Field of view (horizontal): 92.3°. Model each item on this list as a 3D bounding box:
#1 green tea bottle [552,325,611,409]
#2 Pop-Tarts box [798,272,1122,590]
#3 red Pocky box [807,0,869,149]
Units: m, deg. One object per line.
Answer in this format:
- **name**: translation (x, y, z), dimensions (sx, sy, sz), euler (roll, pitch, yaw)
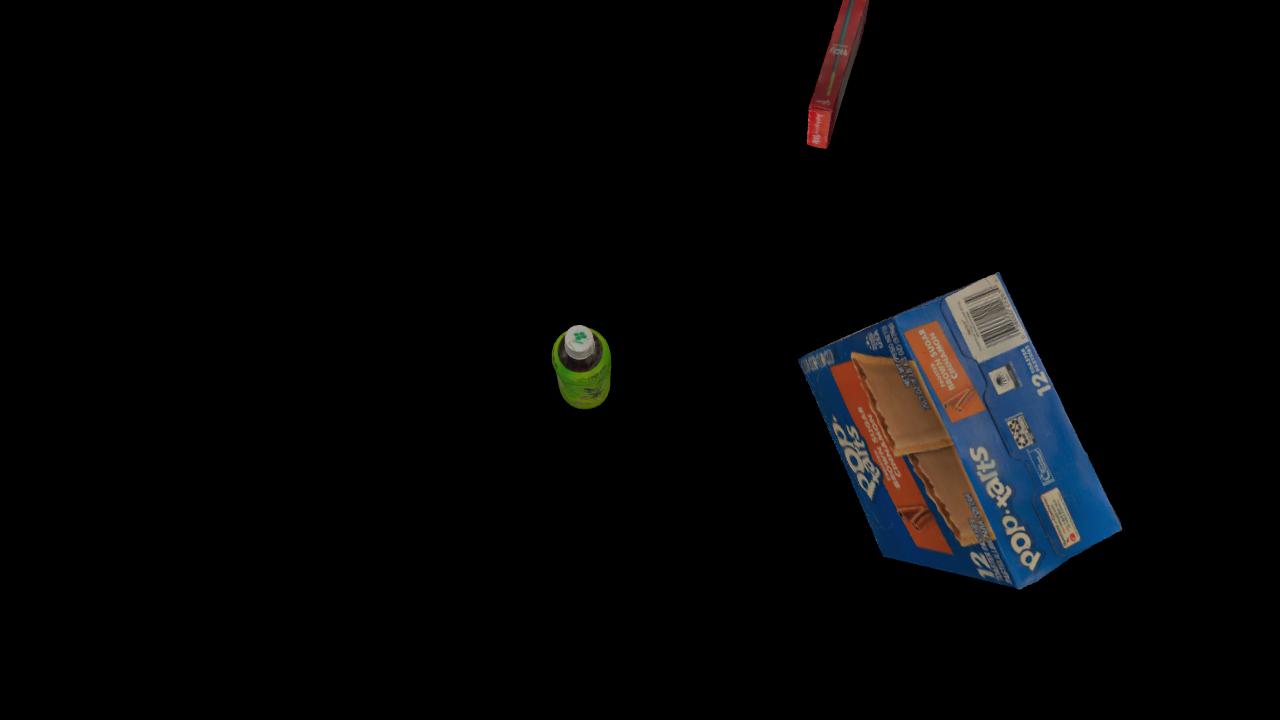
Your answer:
- **green tea bottle**: translation (-0.071, 0.007, 0.744), dimensions (0.073, 0.073, 0.212), euler (0, -15, -2)
- **Pop-Tarts box**: translation (0.200, 0.049, 0.419), dimensions (0.083, 0.167, 0.141), euler (-20, -6, -12)
- **red Pocky box**: translation (0.218, -0.324, 0.679), dimensions (0.028, 0.155, 0.083), euler (17, -5, 14)
